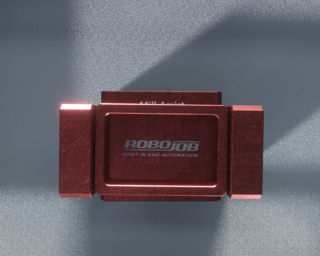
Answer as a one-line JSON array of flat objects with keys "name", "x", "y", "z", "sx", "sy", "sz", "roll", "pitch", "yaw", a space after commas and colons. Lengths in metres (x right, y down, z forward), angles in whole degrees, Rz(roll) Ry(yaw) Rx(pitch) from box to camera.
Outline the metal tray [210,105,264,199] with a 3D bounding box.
[{"name": "metal tray", "x": 0.083, "y": 0.022, "z": 0.357, "sx": 0.030, "sy": 0.130, "sz": 0.089, "roll": 1, "pitch": 91, "yaw": 0}]

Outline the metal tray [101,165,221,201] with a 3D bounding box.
[{"name": "metal tray", "x": 0.001, "y": 0.064, "z": 0.376, "sx": 0.131, "sy": 0.090, "sz": 0.030, "roll": 0, "pitch": 90, "yaw": 0}]

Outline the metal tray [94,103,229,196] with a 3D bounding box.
[{"name": "metal tray", "x": 0.001, "y": 0.021, "z": 0.317, "sx": 0.131, "sy": 0.030, "sz": 0.089, "roll": 1, "pitch": 90, "yaw": 0}]

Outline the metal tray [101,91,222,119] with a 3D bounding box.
[{"name": "metal tray", "x": 0.002, "y": -0.025, "z": 0.376, "sx": 0.131, "sy": 0.090, "sz": 0.030, "roll": 0, "pitch": 91, "yaw": 0}]

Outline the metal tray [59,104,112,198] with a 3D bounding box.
[{"name": "metal tray", "x": -0.080, "y": 0.021, "z": 0.357, "sx": 0.030, "sy": 0.130, "sz": 0.089, "roll": 1, "pitch": 91, "yaw": 0}]
